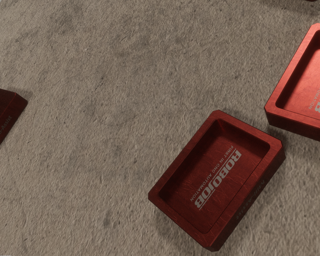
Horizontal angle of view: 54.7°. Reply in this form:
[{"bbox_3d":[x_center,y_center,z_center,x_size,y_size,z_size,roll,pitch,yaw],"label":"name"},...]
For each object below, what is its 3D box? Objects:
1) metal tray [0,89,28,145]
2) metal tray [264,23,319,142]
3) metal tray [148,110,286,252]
[{"bbox_3d":[-0.312,-0.010,0.567,0.090,0.030,0.130,14,69,33],"label":"metal tray"},{"bbox_3d":[0.184,-0.050,0.334,0.090,0.030,0.130,24,74,36],"label":"metal tray"},{"bbox_3d":[0.060,0.052,0.336,0.090,0.030,0.130,33,79,37],"label":"metal tray"}]
